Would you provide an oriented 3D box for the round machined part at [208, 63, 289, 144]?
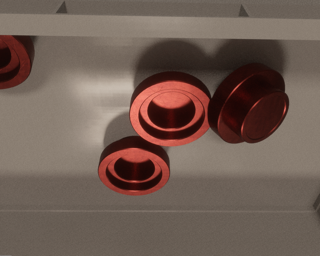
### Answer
[{"bbox_3d":[0.107,-0.021,0.355,0.099,0.042,0.097,-19,131,-22],"label":"round machined part"}]

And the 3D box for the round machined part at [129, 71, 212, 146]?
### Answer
[{"bbox_3d":[0.014,-0.027,0.375,0.099,0.042,0.097,-1,130,0],"label":"round machined part"}]

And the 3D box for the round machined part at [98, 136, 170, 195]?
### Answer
[{"bbox_3d":[-0.035,0.049,0.440,0.099,0.042,0.097,-1,130,0],"label":"round machined part"}]

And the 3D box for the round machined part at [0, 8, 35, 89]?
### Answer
[{"bbox_3d":[-0.178,-0.086,0.311,0.099,0.042,0.098,-3,146,-2],"label":"round machined part"}]
